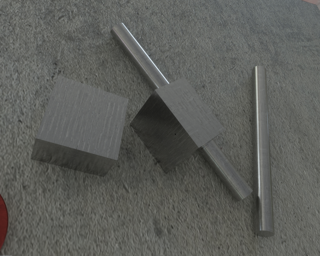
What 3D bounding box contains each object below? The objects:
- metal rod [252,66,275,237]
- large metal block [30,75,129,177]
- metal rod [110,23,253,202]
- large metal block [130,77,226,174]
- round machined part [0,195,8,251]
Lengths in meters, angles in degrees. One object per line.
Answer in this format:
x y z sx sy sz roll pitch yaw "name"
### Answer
0.157 0.015 0.481 0.025 0.025 0.300 23 53 -15 "metal rod"
-0.087 0.000 0.342 0.081 0.050 0.080 18 55 -18 "large metal block"
0.025 -0.028 0.436 0.025 0.025 0.299 -29 78 -38 "metal rod"
0.018 -0.002 0.381 0.050 0.080 0.080 -29 78 -38 "large metal block"
-0.177 0.080 0.249 0.099 0.042 0.098 14 56 -21 "round machined part"
